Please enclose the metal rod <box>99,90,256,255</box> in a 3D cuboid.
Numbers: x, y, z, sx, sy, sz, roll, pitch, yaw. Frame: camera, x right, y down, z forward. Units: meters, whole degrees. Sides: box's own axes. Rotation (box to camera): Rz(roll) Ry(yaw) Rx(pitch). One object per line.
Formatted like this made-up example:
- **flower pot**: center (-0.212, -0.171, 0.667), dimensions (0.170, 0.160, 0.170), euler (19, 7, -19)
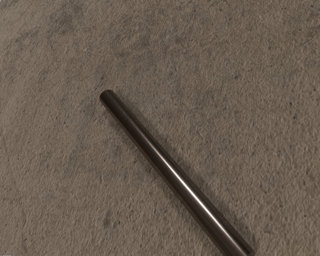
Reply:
- **metal rod**: center (-0.001, 0.038, 0.380), dimensions (0.025, 0.025, 0.300), euler (-42, 51, -1)
